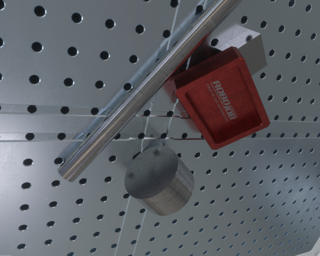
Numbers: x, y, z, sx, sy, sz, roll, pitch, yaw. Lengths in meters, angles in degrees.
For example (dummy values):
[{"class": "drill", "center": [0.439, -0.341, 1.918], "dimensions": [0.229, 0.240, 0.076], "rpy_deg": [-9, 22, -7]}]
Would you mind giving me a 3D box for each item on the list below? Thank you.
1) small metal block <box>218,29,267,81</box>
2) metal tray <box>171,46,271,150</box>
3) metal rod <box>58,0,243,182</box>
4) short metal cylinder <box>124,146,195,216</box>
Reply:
[{"class": "small metal block", "center": [0.111, -0.095, 0.414], "dimensions": [0.050, 0.025, 0.050], "rpy_deg": [-34, 129, -6]}, {"class": "metal tray", "center": [0.084, -0.033, 0.414], "dimensions": [0.090, 0.030, 0.130], "rpy_deg": [-27, 131, 14]}, {"class": "metal rod", "center": [-0.014, -0.051, 0.372], "dimensions": [0.300, 0.025, 0.025], "rpy_deg": [-47, 129, 4]}, {"class": "short metal cylinder", "center": [0.000, 0.071, 0.420], "dimensions": [0.080, 0.080, 0.050], "rpy_deg": [-40, 130, -2]}]
